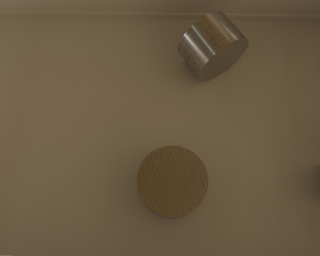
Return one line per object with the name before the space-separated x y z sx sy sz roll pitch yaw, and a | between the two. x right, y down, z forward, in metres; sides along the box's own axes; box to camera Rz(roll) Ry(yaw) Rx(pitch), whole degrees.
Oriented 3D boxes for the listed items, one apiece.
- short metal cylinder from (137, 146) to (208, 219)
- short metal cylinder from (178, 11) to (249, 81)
short metal cylinder | 0.014 0.066 0.372 0.081 0.050 0.080 0 70 0
short metal cylinder | 0.072 -0.109 0.421 0.080 0.080 0.050 -32 73 -11
